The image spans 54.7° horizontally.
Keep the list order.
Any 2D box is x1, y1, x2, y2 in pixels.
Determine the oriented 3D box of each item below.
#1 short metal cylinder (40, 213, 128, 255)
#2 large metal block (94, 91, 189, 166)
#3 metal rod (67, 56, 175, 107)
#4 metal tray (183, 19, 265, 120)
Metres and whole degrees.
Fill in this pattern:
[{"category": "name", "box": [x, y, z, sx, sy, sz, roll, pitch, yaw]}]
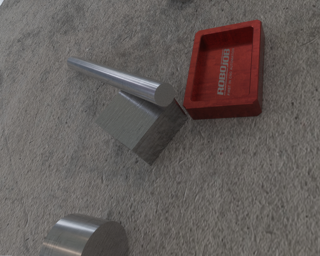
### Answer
[{"category": "short metal cylinder", "box": [-0.078, 0.135, 0.327, 0.050, 0.080, 0.080, 2, 63, 29]}, {"category": "large metal block", "box": [-0.024, -0.010, 0.407, 0.080, 0.050, 0.080, 32, 79, 38]}, {"category": "metal rod", "box": [-0.075, -0.076, 0.439, 0.025, 0.025, 0.300, -52, 36, -8]}, {"category": "metal tray", "box": [0.085, -0.076, 0.402, 0.090, 0.030, 0.130, -3, 60, 26]}]
